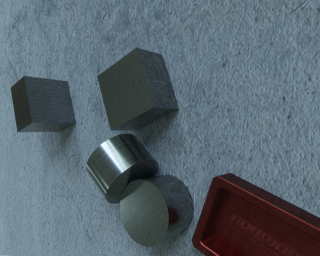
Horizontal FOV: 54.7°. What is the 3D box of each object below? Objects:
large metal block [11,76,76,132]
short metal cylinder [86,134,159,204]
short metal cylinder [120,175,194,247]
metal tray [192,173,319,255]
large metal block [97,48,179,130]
[{"bbox_3d":[-0.201,-0.038,0.535,0.050,0.081,0.080,-23,76,38],"label":"large metal block"},{"bbox_3d":[-0.049,0.054,0.410,0.050,0.081,0.080,47,118,29],"label":"short metal cylinder"},{"bbox_3d":[-0.005,0.102,0.393,0.080,0.050,0.080,0,90,40],"label":"short metal cylinder"},{"bbox_3d":[0.103,0.114,0.316,0.130,0.030,0.089,26,106,37],"label":"metal tray"},{"bbox_3d":[-0.031,-0.048,0.414,0.080,0.050,0.080,-26,74,37],"label":"large metal block"}]
